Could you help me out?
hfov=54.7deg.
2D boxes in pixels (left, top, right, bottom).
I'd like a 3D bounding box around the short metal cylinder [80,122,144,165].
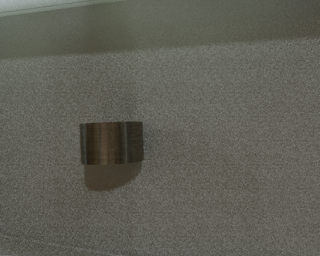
[{"bbox_3d":[-0.062,0.018,0.402,0.080,0.080,0.050,-3,89,19],"label":"short metal cylinder"}]
